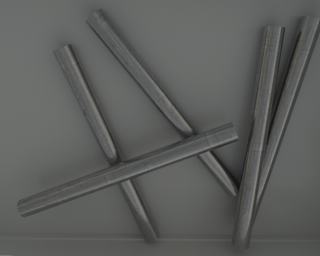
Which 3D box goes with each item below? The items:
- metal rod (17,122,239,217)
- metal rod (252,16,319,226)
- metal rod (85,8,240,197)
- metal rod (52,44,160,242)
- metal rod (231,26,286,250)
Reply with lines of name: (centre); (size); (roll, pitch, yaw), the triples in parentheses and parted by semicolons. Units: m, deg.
metal rod: (-0.046, 0.057, 0.403); (0.301, 0.025, 0.025); (-21, 109, 7)
metal rod: (0.153, 0.008, 0.415); (0.025, 0.025, 0.298); (10, 110, -4)
metal rod: (0.015, -0.021, 0.403); (0.025, 0.025, 0.300); (-36, 106, 12)
metal rod: (-0.065, 0.033, 0.422); (0.025, 0.025, 0.299); (-20, 109, 7)
metal rod: (0.126, 0.024, 0.406); (0.025, 0.025, 0.298); (4, 105, -2)
